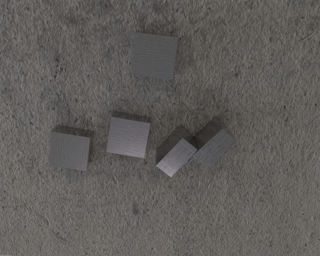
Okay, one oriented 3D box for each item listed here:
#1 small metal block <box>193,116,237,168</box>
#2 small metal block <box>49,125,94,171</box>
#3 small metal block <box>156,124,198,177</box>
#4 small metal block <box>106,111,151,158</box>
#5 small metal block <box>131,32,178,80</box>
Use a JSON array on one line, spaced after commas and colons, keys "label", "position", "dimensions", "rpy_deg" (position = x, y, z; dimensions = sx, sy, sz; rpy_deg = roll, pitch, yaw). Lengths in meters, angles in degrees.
[{"label": "small metal block", "position": [0.067, 0.017, 0.403], "dimensions": [0.025, 0.050, 0.050], "rpy_deg": [42, 105, -14]}, {"label": "small metal block", "position": [-0.119, 0.027, 0.419], "dimensions": [0.050, 0.025, 0.050], "rpy_deg": [9, 110, -4]}, {"label": "small metal block", "position": [0.021, 0.028, 0.407], "dimensions": [0.025, 0.050, 0.050], "rpy_deg": [39, 105, -13]}, {"label": "small metal block", "position": [-0.041, 0.009, 0.412], "dimensions": [0.050, 0.025, 0.050], "rpy_deg": [10, 110, -4]}, {"label": "small metal block", "position": [-0.007, -0.089, 0.377], "dimensions": [0.050, 0.025, 0.050], "rpy_deg": [6, 110, -3]}]
